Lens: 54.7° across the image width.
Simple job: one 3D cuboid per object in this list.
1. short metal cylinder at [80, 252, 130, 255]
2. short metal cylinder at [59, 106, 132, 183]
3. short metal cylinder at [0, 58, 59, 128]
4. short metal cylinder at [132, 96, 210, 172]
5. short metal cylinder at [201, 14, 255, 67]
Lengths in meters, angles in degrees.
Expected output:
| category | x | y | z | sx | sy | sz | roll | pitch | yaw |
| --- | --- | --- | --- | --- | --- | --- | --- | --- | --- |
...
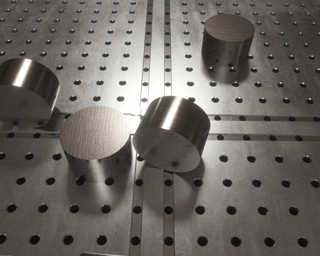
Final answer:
| category | x | y | z | sx | sy | sz | roll | pitch | yaw |
| --- | --- | --- | --- | --- | --- | --- | --- | --- | --- |
| short metal cylinder | -0.043 | 0.145 | 0.250 | 0.050 | 0.080 | 0.080 | 4 | 50 | 3 |
| short metal cylinder | -0.075 | 0.019 | 0.374 | 0.081 | 0.050 | 0.080 | 0 | 50 | 0 |
| short metal cylinder | -0.179 | -0.044 | 0.407 | 0.081 | 0.080 | 0.050 | 0 | 50 | 0 |
| short metal cylinder | 0.014 | 0.008 | 0.365 | 0.080 | 0.080 | 0.050 | 15 | 52 | 12 |
| short metal cylinder | 0.112 | -0.146 | 0.516 | 0.081 | 0.050 | 0.080 | 0 | 50 | 0 |
